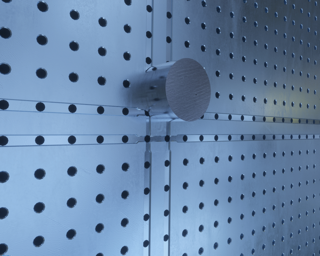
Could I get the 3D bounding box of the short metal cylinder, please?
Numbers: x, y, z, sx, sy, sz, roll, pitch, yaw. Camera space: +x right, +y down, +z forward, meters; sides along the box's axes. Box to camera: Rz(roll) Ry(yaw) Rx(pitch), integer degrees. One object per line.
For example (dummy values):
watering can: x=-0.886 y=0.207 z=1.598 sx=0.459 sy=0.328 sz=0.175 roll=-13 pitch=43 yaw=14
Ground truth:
short metal cylinder: x=0.021 y=-0.048 z=0.410 sx=0.081 sy=0.050 sz=0.080 roll=0 pitch=90 yaw=-40
